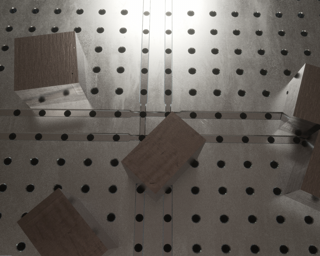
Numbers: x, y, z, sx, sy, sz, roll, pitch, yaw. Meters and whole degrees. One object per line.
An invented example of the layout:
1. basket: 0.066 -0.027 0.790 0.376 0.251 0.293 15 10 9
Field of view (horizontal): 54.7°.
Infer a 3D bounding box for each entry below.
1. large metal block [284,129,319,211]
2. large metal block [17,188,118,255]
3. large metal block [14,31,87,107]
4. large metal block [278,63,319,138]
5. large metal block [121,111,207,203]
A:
1. large metal block: 0.212 0.060 0.379 0.080 0.050 0.080 24 72 8
2. large metal block: -0.096 0.118 0.338 0.050 0.080 0.080 -41 75 -13
3. large metal block: -0.149 -0.080 0.426 0.081 0.050 0.080 -8 70 -3
4. large metal block: 0.215 -0.029 0.412 0.080 0.050 0.080 19 71 6
5. large metal block: 0.004 0.038 0.369 0.050 0.080 0.080 42 75 13
